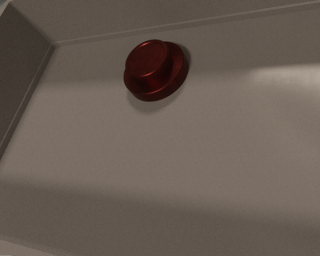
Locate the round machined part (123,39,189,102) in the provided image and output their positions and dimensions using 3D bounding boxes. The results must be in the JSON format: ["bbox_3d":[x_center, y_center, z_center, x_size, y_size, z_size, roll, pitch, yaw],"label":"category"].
[{"bbox_3d":[-0.011,-0.091,0.455,0.098,0.042,0.098,-13,56,20],"label":"round machined part"}]
